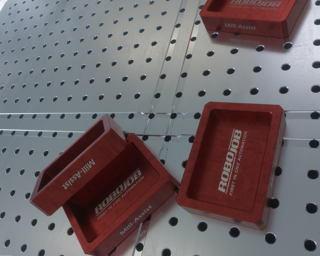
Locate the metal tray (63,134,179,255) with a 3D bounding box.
[{"bbox_3d":[-0.052,0.081,0.383,0.130,0.030,0.090,-43,51,-2],"label":"metal tray"}]

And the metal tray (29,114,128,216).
[{"bbox_3d":[-0.105,0.043,0.406,0.130,0.030,0.090,-42,20,0],"label":"metal tray"}]

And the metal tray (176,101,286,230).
[{"bbox_3d":[0.080,0.035,0.342,0.090,0.030,0.130,6,64,31],"label":"metal tray"}]

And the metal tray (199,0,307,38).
[{"bbox_3d":[0.134,-0.180,0.445,0.130,0.030,0.090,20,72,35],"label":"metal tray"}]
